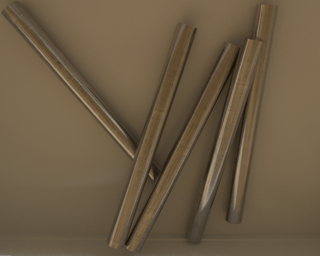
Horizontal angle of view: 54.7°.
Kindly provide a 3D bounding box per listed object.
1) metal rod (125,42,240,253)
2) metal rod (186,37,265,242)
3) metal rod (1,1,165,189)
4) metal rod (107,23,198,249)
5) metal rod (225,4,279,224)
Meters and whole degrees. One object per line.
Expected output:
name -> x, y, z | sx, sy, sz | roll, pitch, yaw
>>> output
metal rod -> 0.026, 0.033, 0.403 | 0.025, 0.025, 0.298 | 24, 101, -9
metal rod -> 0.080, 0.032, 0.413 | 0.025, 0.025, 0.298 | 10, 114, -4
metal rod -> -0.082, -0.027, 0.400 | 0.025, 0.025, 0.300 | -36, 107, 12
metal rod -> -0.014, 0.018, 0.395 | 0.025, 0.025, 0.298 | 17, 101, -7
metal rod -> 0.117, -0.003, 0.411 | 0.025, 0.025, 0.298 | 3, 110, -2
